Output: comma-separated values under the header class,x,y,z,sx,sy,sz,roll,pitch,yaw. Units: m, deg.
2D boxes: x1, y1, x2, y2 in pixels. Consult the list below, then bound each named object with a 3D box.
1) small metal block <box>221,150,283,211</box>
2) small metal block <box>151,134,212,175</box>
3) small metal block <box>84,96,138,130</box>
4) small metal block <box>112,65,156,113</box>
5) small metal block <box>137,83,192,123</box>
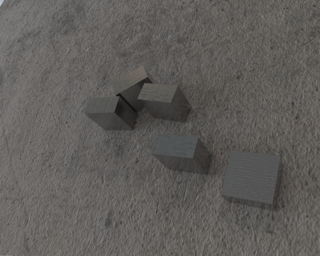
class,x,y,z,sx,sy,sz,roll,pitch,yaw
small metal block,0.096,0.053,0.321,0.050,0.025,0.050,5,64,30
small metal block,0.026,0.030,0.355,0.050,0.050,0.025,4,64,30
small metal block,-0.068,-0.019,0.435,0.050,0.050,0.025,0,62,28
small metal block,-0.031,-0.053,0.436,0.050,0.050,0.025,-29,52,10
small metal block,0.007,-0.032,0.404,0.050,0.050,0.025,9,67,32
